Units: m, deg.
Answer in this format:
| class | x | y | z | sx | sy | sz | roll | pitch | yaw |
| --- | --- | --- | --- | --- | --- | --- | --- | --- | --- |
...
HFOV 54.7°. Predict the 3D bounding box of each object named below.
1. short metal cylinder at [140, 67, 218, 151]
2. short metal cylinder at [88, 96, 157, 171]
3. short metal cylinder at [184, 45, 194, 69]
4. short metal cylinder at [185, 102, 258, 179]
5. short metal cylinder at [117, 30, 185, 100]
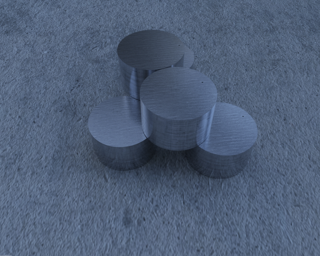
| class | x | y | z | sx | sy | sz | roll | pitch | yaw |
| --- | --- | --- | --- | --- | --- | --- | --- | --- | --- |
| short metal cylinder | 0.019 | -0.022 | 0.341 | 0.081 | 0.050 | 0.080 | 1 | 50 | 0 |
| short metal cylinder | -0.044 | 0.006 | 0.383 | 0.080 | 0.050 | 0.080 | 0 | 50 | 0 |
| short metal cylinder | 0.009 | -0.085 | 0.460 | 0.080 | 0.050 | 0.080 | 0 | 50 | 0 |
| short metal cylinder | 0.072 | 0.015 | 0.376 | 0.080 | 0.050 | 0.080 | 0 | 50 | 0 |
| short metal cylinder | -0.011 | -0.079 | 0.389 | 0.080 | 0.050 | 0.080 | 0 | 50 | 0 |
